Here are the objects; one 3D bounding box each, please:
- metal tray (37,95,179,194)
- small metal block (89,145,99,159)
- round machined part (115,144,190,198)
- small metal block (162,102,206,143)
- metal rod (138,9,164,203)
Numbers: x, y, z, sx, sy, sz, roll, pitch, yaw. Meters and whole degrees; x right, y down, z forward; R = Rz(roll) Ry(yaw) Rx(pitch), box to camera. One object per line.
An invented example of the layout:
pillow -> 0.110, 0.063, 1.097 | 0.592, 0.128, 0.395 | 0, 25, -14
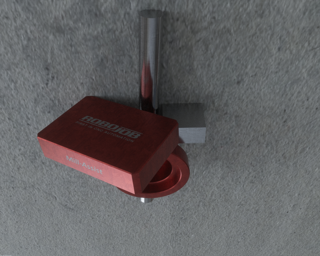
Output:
metal tray -> -0.056, 0.012, 0.345 | 0.130, 0.090, 0.030 | 17, 133, 24
small metal block -> -0.073, 0.016, 0.405 | 0.050, 0.050, 0.025 | -15, 129, 12
round machined part -> -0.013, 0.046, 0.400 | 0.099, 0.042, 0.097 | -2, 134, -2
small metal block -> 0.029, -0.007, 0.387 | 0.050, 0.050, 0.025 | -1, 130, 0
metal rod -> -0.015, -0.002, 0.407 | 0.025, 0.025, 0.298 | 2, 130, -2
